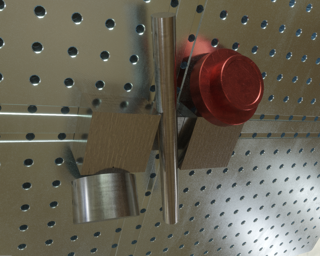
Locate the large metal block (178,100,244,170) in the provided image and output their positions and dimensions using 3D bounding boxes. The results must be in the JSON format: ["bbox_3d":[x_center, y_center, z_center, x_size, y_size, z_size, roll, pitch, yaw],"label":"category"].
[{"bbox_3d":[0.062,0.010,0.436,0.081,0.050,0.079,1,118,-29],"label":"large metal block"}]

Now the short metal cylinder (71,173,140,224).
[{"bbox_3d":[-0.068,0.089,0.385,0.081,0.050,0.080,-8,163,-2],"label":"short metal cylinder"}]

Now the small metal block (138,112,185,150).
[{"bbox_3d":[-0.001,0.002,0.413,0.050,0.025,0.050,1,118,-29],"label":"small metal block"}]

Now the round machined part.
[{"bbox_3d":[0.090,-0.052,0.385,0.099,0.042,0.097,4,81,-28],"label":"round machined part"}]

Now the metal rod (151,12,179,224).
[{"bbox_3d":[0.010,0.012,0.390,0.025,0.025,0.298,-16,125,-19],"label":"metal rod"}]

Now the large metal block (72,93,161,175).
[{"bbox_3d":[-0.054,0.007,0.371,0.081,0.050,0.079,2,118,-30],"label":"large metal block"}]
